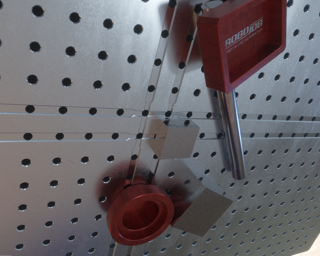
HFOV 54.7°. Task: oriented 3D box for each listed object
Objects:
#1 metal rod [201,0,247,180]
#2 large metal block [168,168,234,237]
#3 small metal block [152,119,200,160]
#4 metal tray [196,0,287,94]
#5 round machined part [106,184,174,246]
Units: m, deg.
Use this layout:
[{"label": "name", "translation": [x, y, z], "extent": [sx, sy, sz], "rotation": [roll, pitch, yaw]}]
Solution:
[{"label": "metal rod", "translation": [0.099, -0.031, 0.448], "extent": [0.025, 0.025, 0.299], "rotation": [-28, 128, -11]}, {"label": "large metal block", "translation": [0.059, 0.123, 0.505], "extent": [0.080, 0.050, 0.080], "rotation": [32, 100, -39]}, {"label": "small metal block", "translation": [0.022, 0.016, 0.435], "extent": [0.050, 0.025, 0.050], "rotation": [0, 119, -29]}, {"label": "metal tray", "translation": [0.104, -0.111, 0.372], "extent": [0.131, 0.030, 0.090], "rotation": [-36, 131, -27]}, {"label": "round machined part", "translation": [-0.032, 0.123, 0.459], "extent": [0.099, 0.042, 0.097], "rotation": [-12, 123, -20]}]
